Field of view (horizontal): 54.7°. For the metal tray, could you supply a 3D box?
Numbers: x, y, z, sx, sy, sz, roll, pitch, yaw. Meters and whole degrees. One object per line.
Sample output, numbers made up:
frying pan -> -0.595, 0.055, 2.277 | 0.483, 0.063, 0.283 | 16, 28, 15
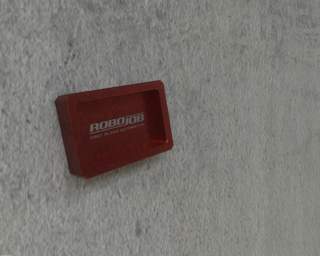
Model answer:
metal tray -> -0.047, -0.003, 0.363 | 0.131, 0.030, 0.089 | -16, 100, -39
